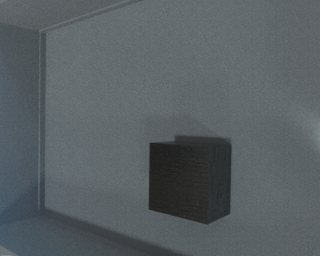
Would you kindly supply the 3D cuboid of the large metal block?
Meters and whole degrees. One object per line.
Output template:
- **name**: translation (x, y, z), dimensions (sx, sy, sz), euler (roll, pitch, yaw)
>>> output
- **large metal block**: translation (0.034, 0.058, 0.361), dimensions (0.080, 0.050, 0.079), euler (2, 91, 39)
